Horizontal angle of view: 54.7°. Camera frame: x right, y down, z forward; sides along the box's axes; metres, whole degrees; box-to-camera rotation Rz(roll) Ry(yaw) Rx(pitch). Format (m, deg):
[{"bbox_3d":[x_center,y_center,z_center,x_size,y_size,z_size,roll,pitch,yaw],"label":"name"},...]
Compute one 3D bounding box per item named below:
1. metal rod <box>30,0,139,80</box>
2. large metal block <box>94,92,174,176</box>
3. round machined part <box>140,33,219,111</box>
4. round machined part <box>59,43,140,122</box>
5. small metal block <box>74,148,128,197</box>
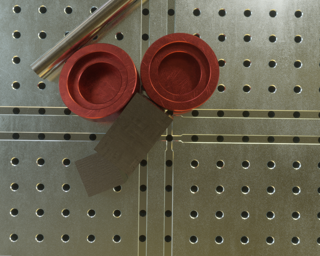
[{"bbox_3d":[-0.048,-0.171,0.412,0.300,0.025,0.025,-40,90,0],"label":"metal rod"},{"bbox_3d":[-0.028,0.004,0.382,0.050,0.080,0.080,38,95,-1],"label":"large metal block"},{"bbox_3d":[0.025,-0.070,0.405,0.099,0.042,0.097,0,90,-1],"label":"round machined part"},{"bbox_3d":[-0.074,-0.054,0.396,0.098,0.042,0.098,-2,77,7],"label":"round machined part"},{"bbox_3d":[-0.077,0.057,0.411,0.050,0.025,0.050,-22,90,4],"label":"small metal block"}]
